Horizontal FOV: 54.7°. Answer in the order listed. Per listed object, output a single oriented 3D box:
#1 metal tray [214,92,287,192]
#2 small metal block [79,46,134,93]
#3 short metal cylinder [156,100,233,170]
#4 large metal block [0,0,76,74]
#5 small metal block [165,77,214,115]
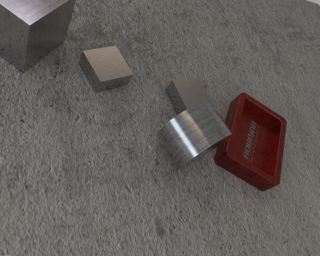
[{"bbox_3d":[0.140,0.017,0.464,0.090,0.030,0.130,31,52,-8],"label":"metal tray"},{"bbox_3d":[-0.072,-0.079,0.413,0.050,0.025,0.050,-21,73,-36],"label":"small metal block"},{"bbox_3d":[0.043,0.009,0.386,0.081,0.080,0.050,-24,75,-36],"label":"short metal cylinder"},{"bbox_3d":[-0.150,-0.125,0.364,0.050,0.080,0.080,36,51,-4],"label":"large metal block"},{"bbox_3d":[0.043,-0.045,0.454,0.050,0.025,0.050,-12,68,-33],"label":"small metal block"}]
